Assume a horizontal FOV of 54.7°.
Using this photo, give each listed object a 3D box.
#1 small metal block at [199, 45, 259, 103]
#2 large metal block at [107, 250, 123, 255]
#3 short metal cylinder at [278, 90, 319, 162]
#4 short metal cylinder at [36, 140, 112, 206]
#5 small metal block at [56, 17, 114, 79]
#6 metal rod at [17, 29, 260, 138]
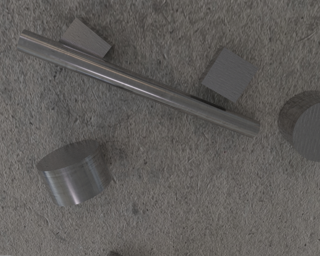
[{"bbox_3d":[0.084,-0.067,0.386,0.050,0.025,0.050,28,108,-10],"label":"small metal block"},{"bbox_3d":[-0.063,0.255,0.490,0.080,0.050,0.080,28,108,-10],"label":"large metal block"},{"bbox_3d":[0.201,-0.003,0.397,0.081,0.050,0.079,0,110,0],"label":"short metal cylinder"},{"bbox_3d":[-0.109,0.056,0.400,0.080,0.080,0.050,-15,110,5],"label":"short metal cylinder"},{"bbox_3d":[-0.092,-0.097,0.373,0.050,0.025,0.050,38,105,-13],"label":"small metal block"},{"bbox_3d":[-0.012,-0.047,0.374,0.302,0.025,0.025,19,109,-15],"label":"metal rod"}]
